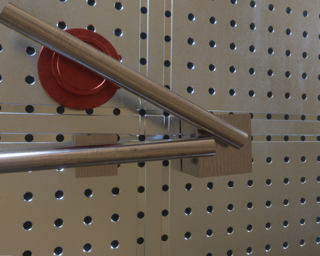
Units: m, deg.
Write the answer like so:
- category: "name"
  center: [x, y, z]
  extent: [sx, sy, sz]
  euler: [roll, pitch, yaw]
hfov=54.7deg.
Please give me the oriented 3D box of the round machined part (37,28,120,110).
- category: "round machined part"
  center: [-0.093, -0.071, 0.369]
  extent: [0.099, 0.042, 0.097]
  euler: [0, 90, -21]

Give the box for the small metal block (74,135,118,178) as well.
- category: "small metal block"
  center: [-0.080, 0.034, 0.384]
  extent: [0.050, 0.025, 0.050]
  euler: [0, 90, -21]

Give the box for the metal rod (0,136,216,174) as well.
- category: "metal rod"
  center: [-0.085, 0.032, 0.353]
  extent: [0.302, 0.025, 0.025]
  euler: [-4, 92, -10]

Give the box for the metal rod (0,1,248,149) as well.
- category: "metal rod"
  center: [-0.026, -0.050, 0.352]
  extent: [0.301, 0.025, 0.025]
  euler: [27, 81, -16]

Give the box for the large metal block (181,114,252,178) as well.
- category: "large metal block"
  center: [0.077, 0.022, 0.426]
  extent: [0.081, 0.050, 0.079]
  euler: [-2, 91, -20]
